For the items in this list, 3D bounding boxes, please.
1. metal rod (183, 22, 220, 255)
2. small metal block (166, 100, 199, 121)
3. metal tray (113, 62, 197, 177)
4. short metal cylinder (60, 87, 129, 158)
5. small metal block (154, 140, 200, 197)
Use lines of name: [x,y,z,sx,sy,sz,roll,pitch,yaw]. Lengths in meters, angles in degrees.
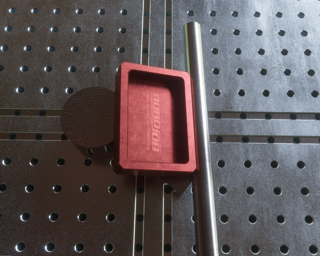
metal rod: [0.048,-0.001,0.386,0.025,0.025,0.299,-1,70,-1]
small metal block: [0.032,-0.031,0.424,0.050,0.025,0.050,-14,71,-6]
metal tray: [-0.007,-0.010,0.370,0.091,0.030,0.130,6,69,-19]
short metal cylinder: [-0.081,-0.006,0.399,0.081,0.050,0.080,0,70,0]
small metal block: [0.022,0.051,0.392,0.050,0.025,0.050,37,74,12]
